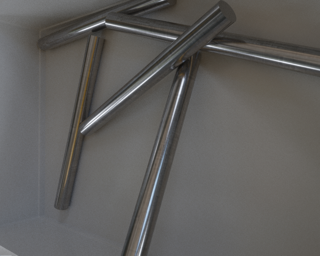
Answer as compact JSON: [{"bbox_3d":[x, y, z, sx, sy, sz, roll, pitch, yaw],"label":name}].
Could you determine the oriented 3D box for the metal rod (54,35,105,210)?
[{"bbox_3d":[-0.137,-0.002,0.516,0.025,0.025,0.298,24,105,37],"label":"metal rod"}]

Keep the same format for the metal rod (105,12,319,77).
[{"bbox_3d":[0.049,-0.101,0.352,0.300,0.025,0.025,23,104,33],"label":"metal rod"}]

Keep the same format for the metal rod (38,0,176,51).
[{"bbox_3d":[-0.103,-0.163,0.488,0.300,0.025,0.025,-3,88,39],"label":"metal rod"}]

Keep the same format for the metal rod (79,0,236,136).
[{"bbox_3d":[-0.027,-0.055,0.400,0.299,0.025,0.025,-32,70,43],"label":"metal rod"}]

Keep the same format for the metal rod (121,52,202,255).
[{"bbox_3d":[-0.002,0.047,0.329,0.025,0.025,0.299,1,66,39],"label":"metal rod"}]
